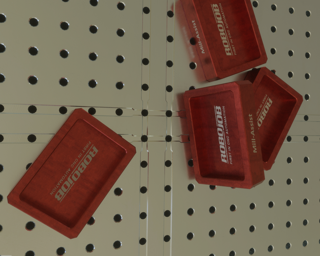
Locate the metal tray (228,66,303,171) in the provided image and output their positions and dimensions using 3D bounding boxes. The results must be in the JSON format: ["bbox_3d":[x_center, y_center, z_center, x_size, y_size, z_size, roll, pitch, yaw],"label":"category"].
[{"bbox_3d":[0.149,-0.014,0.464,0.090,0.030,0.130,32,80,-17],"label":"metal tray"}]

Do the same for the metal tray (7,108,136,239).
[{"bbox_3d":[-0.102,0.052,0.372,0.090,0.030,0.130,38,78,-16],"label":"metal tray"}]

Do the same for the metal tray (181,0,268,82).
[{"bbox_3d":[0.093,-0.141,0.443,0.091,0.030,0.129,-22,97,-19],"label":"metal tray"}]

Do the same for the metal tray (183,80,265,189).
[{"bbox_3d":[0.081,0.009,0.405,0.030,0.090,0.129,-11,94,-42],"label":"metal tray"}]
